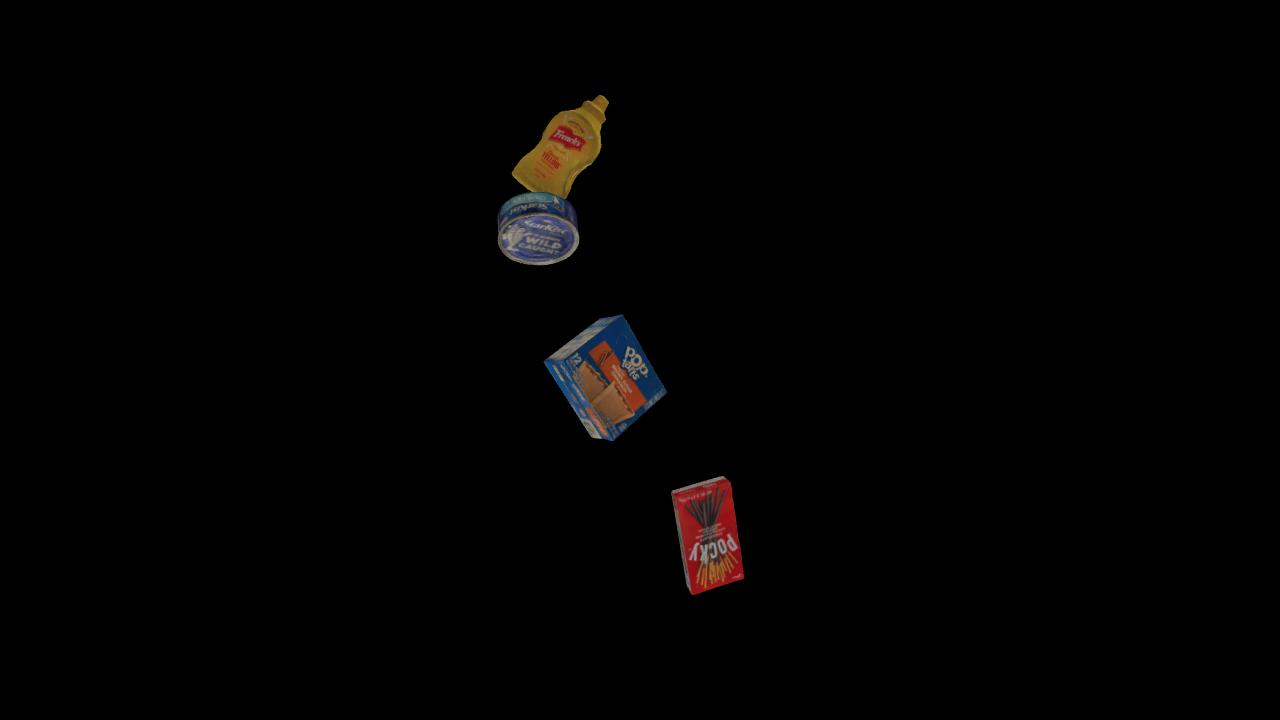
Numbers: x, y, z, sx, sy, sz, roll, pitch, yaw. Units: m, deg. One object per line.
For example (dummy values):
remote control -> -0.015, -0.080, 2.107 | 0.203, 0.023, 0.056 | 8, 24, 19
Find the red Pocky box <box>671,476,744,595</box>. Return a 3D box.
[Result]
red Pocky box -> 0.095, 0.244, 0.854 | 0.083, 0.155, 0.028 | -14, 15, -15

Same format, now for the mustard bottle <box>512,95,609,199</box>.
mustard bottle -> -0.111, -0.333, 0.956 | 0.092, 0.184, 0.054 | 39, 4, 10

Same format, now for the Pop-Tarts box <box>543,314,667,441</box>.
Pop-Tarts box -> -0.057, 0.030, 1.062 | 0.141, 0.167, 0.083 | -40, 21, -28

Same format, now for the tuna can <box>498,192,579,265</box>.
tuna can -> -0.106, -0.137, 0.644 | 0.084, 0.034, 0.084 | -6, -26, -3
